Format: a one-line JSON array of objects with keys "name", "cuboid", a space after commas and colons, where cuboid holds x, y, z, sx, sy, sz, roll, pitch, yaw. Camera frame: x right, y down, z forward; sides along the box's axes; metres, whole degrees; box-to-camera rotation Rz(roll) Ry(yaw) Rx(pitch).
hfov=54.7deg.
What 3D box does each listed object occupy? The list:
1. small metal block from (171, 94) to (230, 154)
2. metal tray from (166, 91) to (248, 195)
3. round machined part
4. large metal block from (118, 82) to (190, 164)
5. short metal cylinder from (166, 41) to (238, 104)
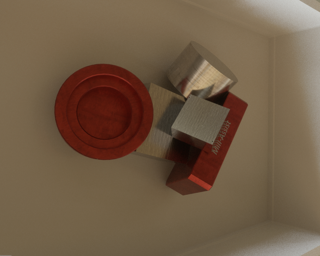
[{"name": "small metal block", "cuboid": [0.048, -0.005, 0.363, 0.050, 0.050, 0.025, -60, 162, -23]}, {"name": "metal tray", "cuboid": [0.061, 0.023, 0.414, 0.030, 0.090, 0.130, 32, 67, -7]}, {"name": "round machined part", "cuboid": [-0.060, -0.015, 0.330, 0.099, 0.042, 0.097, 2, 85, -17]}, {"name": "large metal block", "cuboid": [-0.005, -0.003, 0.387, 0.080, 0.050, 0.080, 19, 78, -39]}, {"name": "short metal cylinder", "cuboid": [0.055, -0.069, 0.409, 0.080, 0.080, 0.050, 21, 121, -38]}]
